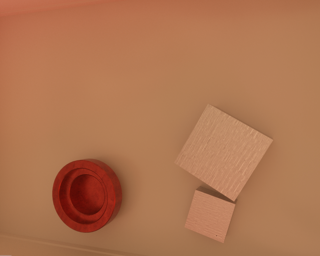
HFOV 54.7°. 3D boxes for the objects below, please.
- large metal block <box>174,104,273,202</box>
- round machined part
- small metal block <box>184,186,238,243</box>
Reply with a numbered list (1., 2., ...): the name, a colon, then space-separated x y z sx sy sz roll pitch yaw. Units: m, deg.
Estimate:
1. large metal block: 0.077 0.027 0.370 0.080 0.050 0.080 32 100 17
2. round machined part: -0.097 0.092 0.434 0.098 0.042 0.097 0 90 19
3. small metal block: 0.064 0.107 0.387 0.050 0.025 0.050 17 96 18
